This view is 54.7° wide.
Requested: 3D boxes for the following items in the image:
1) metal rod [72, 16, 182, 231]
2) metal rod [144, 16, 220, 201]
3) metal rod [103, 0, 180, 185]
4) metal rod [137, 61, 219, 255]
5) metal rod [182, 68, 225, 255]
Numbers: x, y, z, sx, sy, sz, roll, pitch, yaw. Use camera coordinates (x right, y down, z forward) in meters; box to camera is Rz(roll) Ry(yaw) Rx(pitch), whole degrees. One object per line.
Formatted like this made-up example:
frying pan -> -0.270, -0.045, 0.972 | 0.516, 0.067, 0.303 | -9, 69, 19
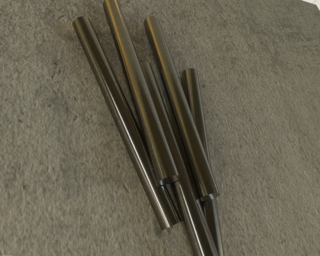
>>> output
metal rod -> -0.049, -0.019, 0.390 | 0.025, 0.025, 0.299 | -14, 69, -34
metal rod -> 0.022, -0.046, 0.430 | 0.025, 0.025, 0.299 | 1, 56, -28
metal rod -> -0.033, -0.067, 0.411 | 0.025, 0.025, 0.299 | -2, 58, -30
metal rod -> 0.017, 0.039, 0.376 | 0.025, 0.025, 0.299 | -2, 58, -29
metal rod -> 0.054, 0.045, 0.407 | 0.025, 0.025, 0.299 | 11, 57, -23
